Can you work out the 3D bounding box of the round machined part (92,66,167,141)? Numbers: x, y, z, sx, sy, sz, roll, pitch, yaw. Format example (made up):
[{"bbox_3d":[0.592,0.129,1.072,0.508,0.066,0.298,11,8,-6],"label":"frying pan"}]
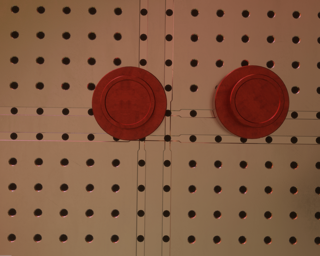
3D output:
[{"bbox_3d":[-0.040,-0.032,0.404,0.099,0.042,0.097,0,90,-1],"label":"round machined part"}]

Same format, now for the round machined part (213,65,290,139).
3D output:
[{"bbox_3d":[0.122,-0.034,0.406,0.099,0.042,0.097,0,90,-1],"label":"round machined part"}]
